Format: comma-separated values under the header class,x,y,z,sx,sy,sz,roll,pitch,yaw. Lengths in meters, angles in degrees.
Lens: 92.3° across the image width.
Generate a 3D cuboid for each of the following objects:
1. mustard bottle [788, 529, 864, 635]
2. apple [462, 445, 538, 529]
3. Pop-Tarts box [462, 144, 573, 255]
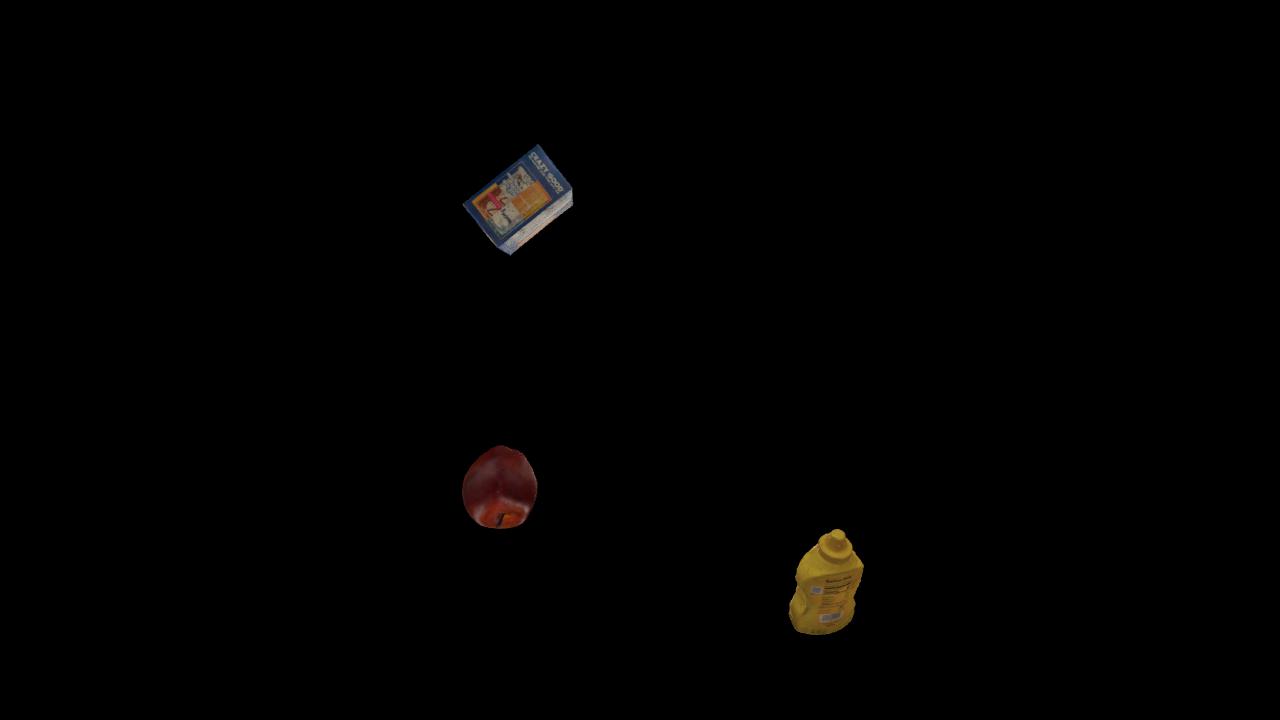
class,x,y,z,sx,sy,sz,roll,pitch,yaw
mustard bottle,0.254,0.294,0.826,0.092,0.184,0.054,-5,35,-3
apple,-0.151,0.138,0.664,0.079,0.079,0.093,0,43,-13
Pop-Tarts box,-0.182,-0.241,0.952,0.141,0.083,0.167,-38,9,-1
